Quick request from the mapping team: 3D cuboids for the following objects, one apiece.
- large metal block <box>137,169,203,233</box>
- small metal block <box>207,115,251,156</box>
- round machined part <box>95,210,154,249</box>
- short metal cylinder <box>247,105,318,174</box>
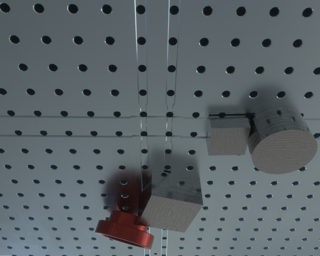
[{"bbox_3d":[0.014,0.118,0.496,0.081,0.050,0.079,13,129,-12],"label":"large metal block"},{"bbox_3d":[0.092,0.011,0.421,0.050,0.025,0.050,-1,130,1],"label":"small metal block"},{"bbox_3d":[-0.057,0.171,0.528,0.098,0.042,0.098,14,156,7],"label":"round machined part"},{"bbox_3d":[0.157,0.016,0.410,0.081,0.050,0.079,0,130,0],"label":"short metal cylinder"}]
